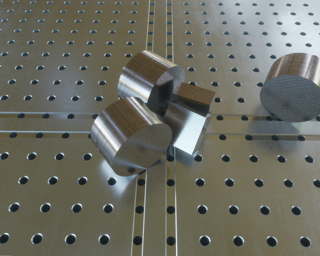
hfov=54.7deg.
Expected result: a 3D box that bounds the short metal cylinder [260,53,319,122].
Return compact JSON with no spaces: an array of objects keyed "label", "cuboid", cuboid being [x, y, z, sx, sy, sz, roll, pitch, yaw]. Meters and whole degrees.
[{"label":"short metal cylinder","cuboid":[0.182,-0.054,0.418,0.080,0.080,0.050,21,54,17]}]

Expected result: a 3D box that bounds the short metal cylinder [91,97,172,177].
[{"label":"short metal cylinder","cuboid":[-0.033,0.011,0.363,0.081,0.080,0.050,-29,56,-22]}]

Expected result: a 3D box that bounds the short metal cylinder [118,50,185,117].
[{"label":"short metal cylinder","cuboid":[-0.011,-0.058,0.420,0.050,0.080,0.080,33,57,24]}]

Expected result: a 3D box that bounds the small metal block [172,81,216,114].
[{"label":"small metal block","cuboid":[0.044,-0.029,0.416,0.050,0.050,0.025,19,53,15]}]

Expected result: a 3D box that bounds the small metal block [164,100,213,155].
[{"label":"small metal block","cuboid":[0.031,-0.002,0.390,0.050,0.050,0.025,26,20,20]}]
